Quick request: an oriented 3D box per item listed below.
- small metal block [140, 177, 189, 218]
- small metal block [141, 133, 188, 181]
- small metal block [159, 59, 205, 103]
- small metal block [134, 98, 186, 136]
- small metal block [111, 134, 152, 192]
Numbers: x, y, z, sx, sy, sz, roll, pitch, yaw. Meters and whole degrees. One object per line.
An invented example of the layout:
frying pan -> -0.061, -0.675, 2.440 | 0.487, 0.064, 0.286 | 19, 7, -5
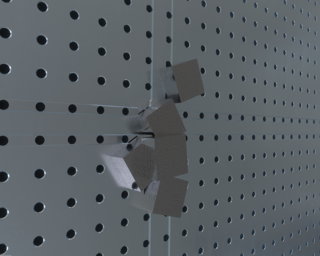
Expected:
small metal block -> 0.007, 0.089, 0.414 | 0.050, 0.025, 0.050 | 22, 76, -38
small metal block -> 0.006, 0.034, 0.381 | 0.050, 0.025, 0.050 | -7, 95, -40
small metal block -> 0.032, -0.066, 0.435 | 0.050, 0.025, 0.050 | -25, 106, -37
small metal block -> 0.001, -0.005, 0.409 | 0.050, 0.025, 0.050 | -38, 113, -33
small metal block -> -0.024, 0.043, 0.388 | 0.050, 0.025, 0.050 | -39, 114, -33
